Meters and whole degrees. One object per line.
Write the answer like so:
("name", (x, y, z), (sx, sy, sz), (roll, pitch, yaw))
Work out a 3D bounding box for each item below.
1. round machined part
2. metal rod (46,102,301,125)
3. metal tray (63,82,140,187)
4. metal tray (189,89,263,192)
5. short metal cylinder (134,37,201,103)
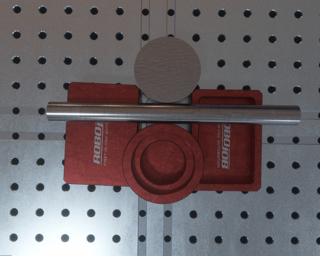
("round machined part", (0.004, 0.043, 0.392), (0.099, 0.042, 0.097), (0, 90, 0))
("metal rod", (0.017, -0.018, 0.379), (0.302, 0.025, 0.025), (1, 90, -1))
("metal tray", (-0.074, 0.008, 0.405), (0.091, 0.030, 0.129), (3, 90, 0))
("metal tray", (0.084, 0.016, 0.407), (0.091, 0.030, 0.129), (1, 90, 0))
("short metal cylinder", (0.009, -0.070, 0.397), (0.081, 0.050, 0.079), (0, 90, 0))
